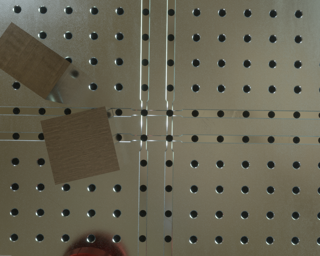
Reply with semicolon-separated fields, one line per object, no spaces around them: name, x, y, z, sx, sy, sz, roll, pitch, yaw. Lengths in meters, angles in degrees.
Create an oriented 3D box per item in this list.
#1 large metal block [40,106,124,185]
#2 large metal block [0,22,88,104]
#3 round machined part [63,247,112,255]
large metal block;-0.097;0.021;0.400;0.080;0.050;0.080;-13;90;0
large metal block;-0.147;-0.075;0.385;0.080;0.080;0.050;35;90;0
round machined part;-0.095;0.203;0.404;0.099;0.042;0.097;0;90;0
